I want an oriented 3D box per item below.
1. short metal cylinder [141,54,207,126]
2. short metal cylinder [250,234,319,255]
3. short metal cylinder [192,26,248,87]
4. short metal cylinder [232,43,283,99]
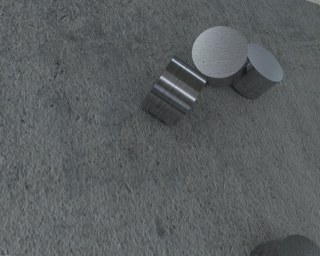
[{"bbox_3d":[0.017,-0.049,0.407,0.050,0.080,0.080,34,51,-7],"label":"short metal cylinder"},{"bbox_3d":[0.153,0.172,0.365,0.081,0.050,0.080,14,56,-21],"label":"short metal cylinder"},{"bbox_3d":[0.092,-0.108,0.477,0.080,0.050,0.080,-2,81,10],"label":"short metal cylinder"},{"bbox_3d":[0.161,-0.097,0.529,0.081,0.050,0.080,18,52,-24],"label":"short metal cylinder"}]
